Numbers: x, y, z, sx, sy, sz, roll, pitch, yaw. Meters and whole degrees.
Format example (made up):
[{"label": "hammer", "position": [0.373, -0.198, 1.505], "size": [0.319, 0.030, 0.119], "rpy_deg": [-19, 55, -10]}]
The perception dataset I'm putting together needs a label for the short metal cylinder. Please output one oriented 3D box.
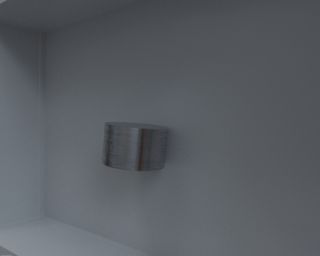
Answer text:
[{"label": "short metal cylinder", "position": [-0.032, 0.021, 0.395], "size": [0.080, 0.081, 0.050], "rpy_deg": [9, 96, 39]}]
